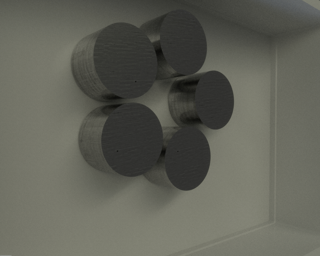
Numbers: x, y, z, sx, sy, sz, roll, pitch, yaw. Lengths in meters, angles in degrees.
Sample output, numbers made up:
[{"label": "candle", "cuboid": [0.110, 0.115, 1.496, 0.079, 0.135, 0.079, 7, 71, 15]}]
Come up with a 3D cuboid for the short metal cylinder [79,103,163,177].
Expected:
[{"label": "short metal cylinder", "cuboid": [-0.043, 0.012, 0.351, 0.081, 0.050, 0.080, 0, 90, -40]}]

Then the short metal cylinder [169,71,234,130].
[{"label": "short metal cylinder", "cuboid": [0.059, -0.038, 0.437, 0.081, 0.050, 0.080, 0, 90, -40]}]

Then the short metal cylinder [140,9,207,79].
[{"label": "short metal cylinder", "cuboid": [0.015, -0.105, 0.399, 0.081, 0.050, 0.080, 0, 90, -40]}]

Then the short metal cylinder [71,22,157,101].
[{"label": "short metal cylinder", "cuboid": [-0.050, -0.071, 0.346, 0.081, 0.050, 0.080, 0, 90, -40]}]

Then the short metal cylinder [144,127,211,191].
[{"label": "short metal cylinder", "cuboid": [0.020, 0.038, 0.405, 0.081, 0.050, 0.080, 0, 90, -40]}]
